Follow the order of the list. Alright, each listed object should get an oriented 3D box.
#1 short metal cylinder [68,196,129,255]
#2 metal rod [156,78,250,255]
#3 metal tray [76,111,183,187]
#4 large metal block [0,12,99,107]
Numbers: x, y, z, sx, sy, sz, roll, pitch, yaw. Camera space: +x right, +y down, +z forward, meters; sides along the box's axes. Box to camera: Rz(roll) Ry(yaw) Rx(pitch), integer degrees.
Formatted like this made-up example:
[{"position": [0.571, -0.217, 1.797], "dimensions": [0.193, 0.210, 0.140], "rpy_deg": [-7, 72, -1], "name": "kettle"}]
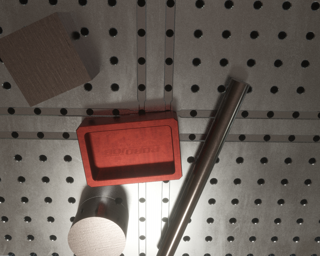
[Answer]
[{"position": [-0.088, 0.148, 0.454], "dimensions": [0.081, 0.050, 0.079], "rpy_deg": [0, 110, -1], "name": "short metal cylinder"}, {"position": [0.054, 0.073, 0.441], "dimensions": [0.025, 0.025, 0.298], "rpy_deg": [18, 109, -7], "name": "metal rod"}, {"position": [-0.038, 0.029, 0.420], "dimensions": [0.131, 0.030, 0.089], "rpy_deg": [-5, 110, 1], "name": "metal tray"}, {"position": [-0.131, -0.082, 0.368], "dimensions": [0.080, 0.050, 0.080], "rpy_deg": [-22, 109, 7], "name": "large metal block"}]
